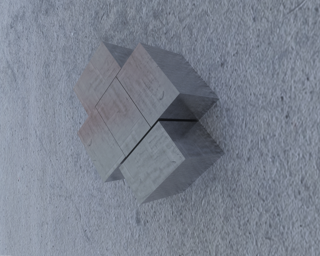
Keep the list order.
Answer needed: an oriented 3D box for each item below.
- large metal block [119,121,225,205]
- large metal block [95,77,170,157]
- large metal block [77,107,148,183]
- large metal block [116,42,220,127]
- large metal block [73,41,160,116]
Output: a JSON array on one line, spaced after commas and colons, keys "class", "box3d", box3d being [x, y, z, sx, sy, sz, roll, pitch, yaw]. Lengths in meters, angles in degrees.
[{"class": "large metal block", "box3d": [0.014, 0.038, 0.358, 0.080, 0.081, 0.050, -49, 61, 28]}, {"class": "large metal block", "box3d": [-0.019, -0.014, 0.385, 0.050, 0.081, 0.080, -50, 61, 28]}, {"class": "large metal block", "box3d": [-0.048, 0.020, 0.409, 0.050, 0.081, 0.080, -50, 61, 28]}, {"class": "large metal block", "box3d": [0.010, -0.047, 0.361, 0.050, 0.081, 0.080, -50, 61, 28]}, {"class": "large metal block", "box3d": [-0.055, -0.060, 0.414, 0.080, 0.081, 0.050, -49, 61, 28]}]
